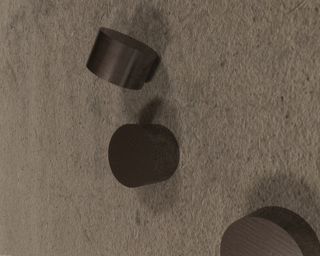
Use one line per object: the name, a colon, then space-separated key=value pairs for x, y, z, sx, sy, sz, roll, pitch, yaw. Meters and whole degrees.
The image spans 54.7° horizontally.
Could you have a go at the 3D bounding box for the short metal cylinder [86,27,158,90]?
short metal cylinder: x=-0.050 y=-0.092 z=0.408 sx=0.080 sy=0.081 sz=0.050 roll=40 pitch=114 yaw=32

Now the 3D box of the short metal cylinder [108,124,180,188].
short metal cylinder: x=-0.022 y=0.034 z=0.405 sx=0.080 sy=0.050 sz=0.079 roll=0 pitch=90 yaw=39

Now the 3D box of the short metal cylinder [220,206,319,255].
short metal cylinder: x=0.106 y=0.121 z=0.300 sx=0.080 sy=0.050 sz=0.079 roll=0 pitch=90 yaw=39
